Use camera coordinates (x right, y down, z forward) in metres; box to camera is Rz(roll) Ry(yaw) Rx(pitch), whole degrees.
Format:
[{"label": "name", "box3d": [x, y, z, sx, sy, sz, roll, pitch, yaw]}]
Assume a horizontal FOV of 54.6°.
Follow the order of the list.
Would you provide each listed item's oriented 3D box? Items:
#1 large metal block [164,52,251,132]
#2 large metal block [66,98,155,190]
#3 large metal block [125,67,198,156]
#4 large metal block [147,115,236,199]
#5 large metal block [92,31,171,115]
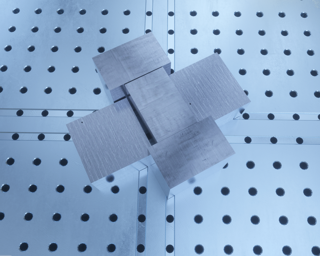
[{"label": "large metal block", "box3d": [0.058, -0.041, 0.413, 0.080, 0.050, 0.080, -27, 74, -9]}, {"label": "large metal block", "box3d": [-0.060, 0.021, 0.392, 0.080, 0.050, 0.080, -25, 72, -9]}, {"label": "large metal block", "box3d": [0.001, -0.015, 0.388, 0.050, 0.080, 0.080, -27, 72, -9]}, {"label": "large metal block", "box3d": [0.033, 0.038, 0.369, 0.080, 0.080, 0.050, -27, 72, -10]}, {"label": "large metal block", "box3d": [-0.034, -0.067, 0.406, 0.080, 0.080, 0.050, -27, 72, -9]}]
